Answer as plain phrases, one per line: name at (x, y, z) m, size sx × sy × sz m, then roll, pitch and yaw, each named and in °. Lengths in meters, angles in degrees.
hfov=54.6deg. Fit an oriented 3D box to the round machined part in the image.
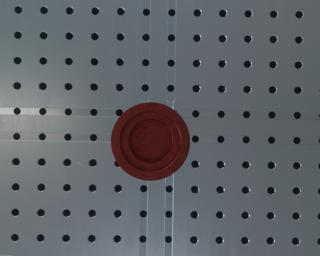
round machined part at (-0.012, 0.017, 0.405) m, size 0.099 × 0.042 × 0.097 m, roll 0°, pitch 90°, yaw 0°
